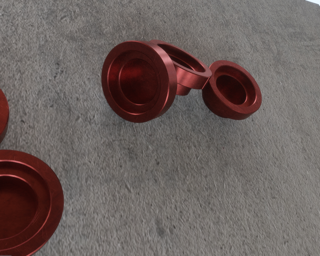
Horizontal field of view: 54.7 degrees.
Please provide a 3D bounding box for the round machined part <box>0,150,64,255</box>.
[{"bbox_3d":[-0.140,0.072,0.274,0.099,0.042,0.098,14,56,-21],"label":"round machined part"}]

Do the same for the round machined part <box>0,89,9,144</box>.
[{"bbox_3d":[-0.197,-0.007,0.291,0.099,0.042,0.098,14,56,-21],"label":"round machined part"}]

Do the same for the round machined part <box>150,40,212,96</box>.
[{"bbox_3d":[0.021,-0.081,0.437,0.099,0.042,0.098,24,27,-13],"label":"round machined part"}]

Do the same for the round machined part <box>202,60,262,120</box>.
[{"bbox_3d":[0.105,-0.054,0.482,0.099,0.042,0.098,14,56,-21],"label":"round machined part"}]

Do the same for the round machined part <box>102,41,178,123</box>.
[{"bbox_3d":[-0.021,-0.058,0.385,0.098,0.098,0.042,53,33,9],"label":"round machined part"}]
